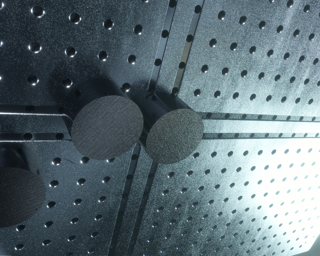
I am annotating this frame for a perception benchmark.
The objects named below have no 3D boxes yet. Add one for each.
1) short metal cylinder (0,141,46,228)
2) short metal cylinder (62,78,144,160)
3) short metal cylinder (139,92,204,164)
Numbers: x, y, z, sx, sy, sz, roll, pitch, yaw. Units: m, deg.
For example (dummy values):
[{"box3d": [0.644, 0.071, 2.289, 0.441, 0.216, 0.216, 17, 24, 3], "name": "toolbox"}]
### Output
[{"box3d": [-0.172, 0.062, 0.340, 0.081, 0.050, 0.079, -14, 124, -21], "name": "short metal cylinder"}, {"box3d": [-0.066, -0.010, 0.354, 0.081, 0.050, 0.079, -14, 124, -21], "name": "short metal cylinder"}, {"box3d": [0.009, 0.000, 0.402, 0.081, 0.050, 0.079, -14, 124, -21], "name": "short metal cylinder"}]
